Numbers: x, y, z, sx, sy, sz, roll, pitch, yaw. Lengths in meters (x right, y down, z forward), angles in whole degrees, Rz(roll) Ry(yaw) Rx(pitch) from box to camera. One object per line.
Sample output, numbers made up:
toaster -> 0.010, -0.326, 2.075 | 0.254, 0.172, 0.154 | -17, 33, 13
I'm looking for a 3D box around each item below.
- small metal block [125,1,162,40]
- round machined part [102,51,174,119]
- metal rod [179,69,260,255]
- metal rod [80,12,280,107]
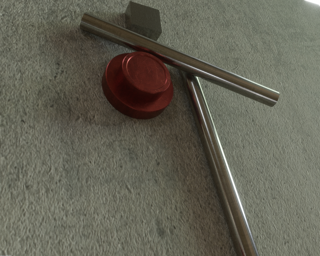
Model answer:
small metal block -> -0.027, -0.168, 0.491 | 0.050, 0.025, 0.050 | 8, 58, -24
round machined part -> -0.025, -0.064, 0.418 | 0.099, 0.042, 0.098 | 14, 56, -21
metal rod -> 0.072, 0.025, 0.427 | 0.025, 0.025, 0.299 | 0, 62, -28
metal rod -> 0.032, -0.097, 0.451 | 0.302, 0.025, 0.025 | 21, 53, -5
